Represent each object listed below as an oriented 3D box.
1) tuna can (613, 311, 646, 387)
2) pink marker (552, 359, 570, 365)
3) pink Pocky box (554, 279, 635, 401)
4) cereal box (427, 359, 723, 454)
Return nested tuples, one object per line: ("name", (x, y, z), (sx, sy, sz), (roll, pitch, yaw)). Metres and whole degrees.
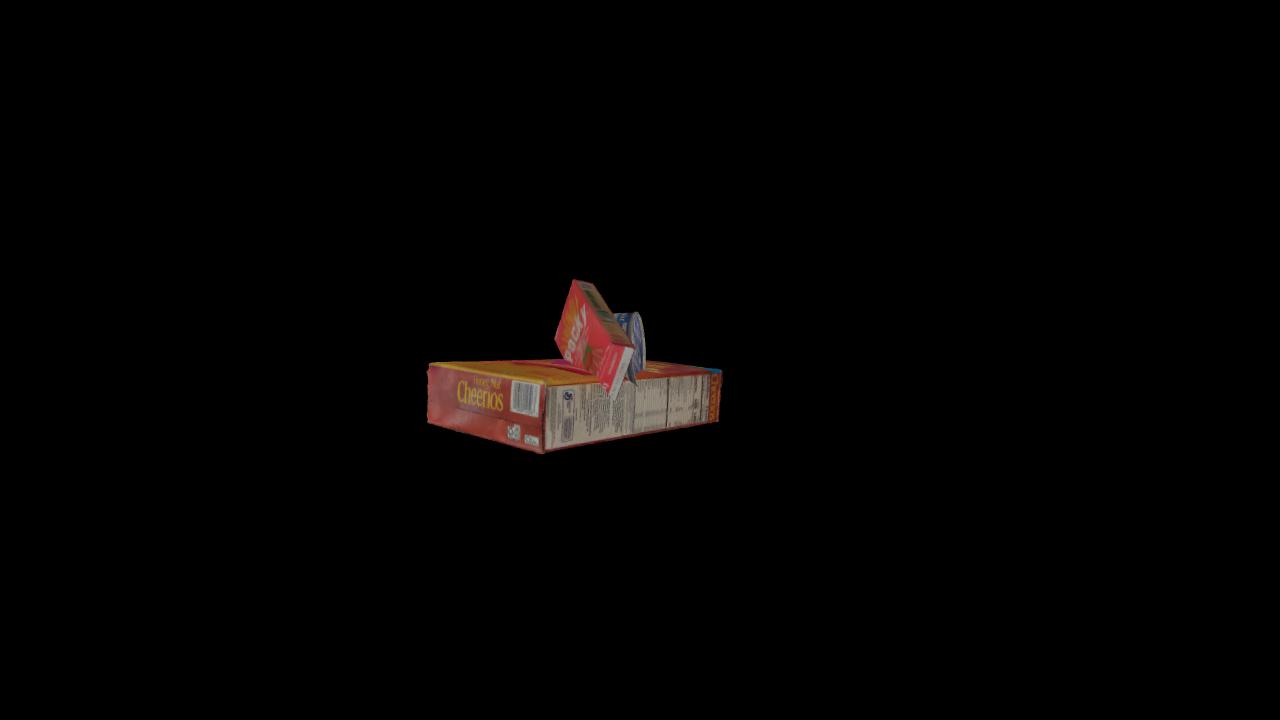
("tuna can", (-0.017, -0.011, 0.676), (0.034, 0.084, 0.084), (-2, 0, 11))
("pink marker", (-0.049, 0.017, 0.713), (0.121, 0.020, 0.020), (13, -8, -35))
("pink Pocky box", (-0.055, -0.019, 0.678), (0.029, 0.084, 0.155), (8, 29, -28))
("cereal box", (-0.067, 0.041, 0.741), (0.203, 0.081, 0.306), (6, 6, 40))
